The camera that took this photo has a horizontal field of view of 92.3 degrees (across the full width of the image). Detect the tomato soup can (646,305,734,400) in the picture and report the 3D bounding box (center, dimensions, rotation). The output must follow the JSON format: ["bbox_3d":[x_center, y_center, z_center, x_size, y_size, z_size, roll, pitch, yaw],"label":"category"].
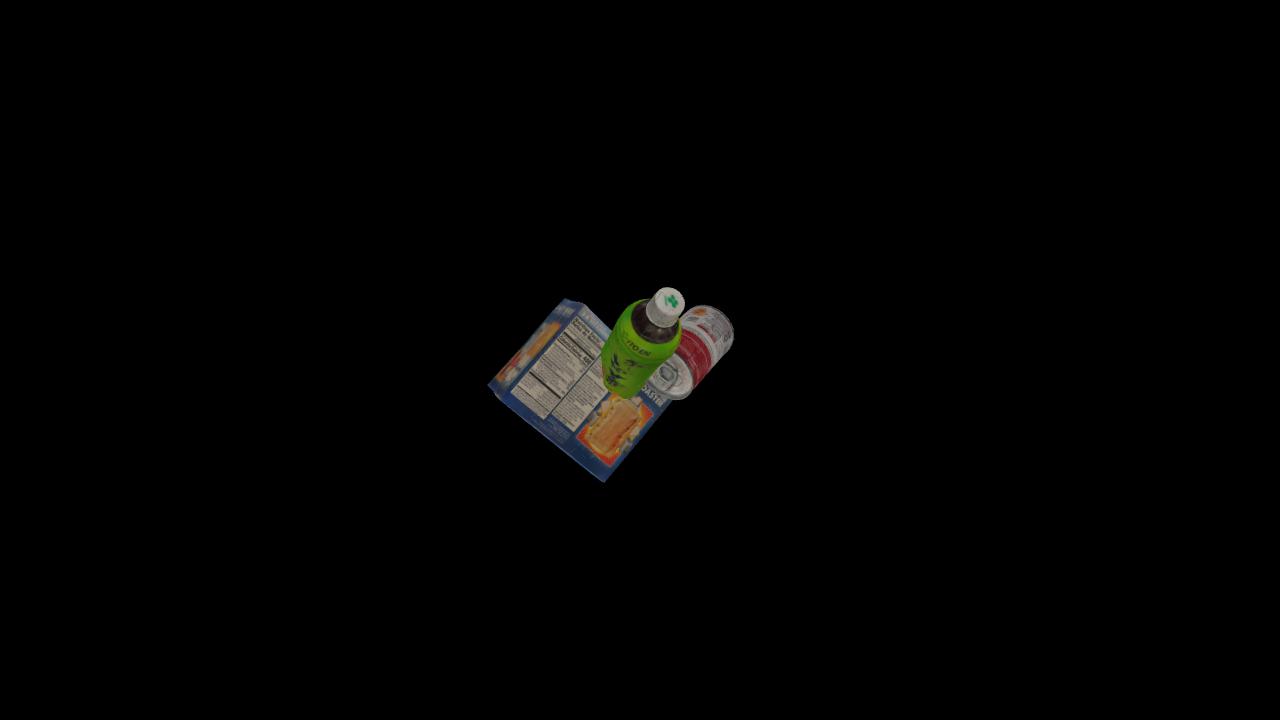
[{"bbox_3d":[0.054,-0.011,0.683,0.068,0.068,0.101,0,31,39],"label":"tomato soup can"}]

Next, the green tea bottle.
[{"bbox_3d":[-0.003,-0.014,0.665,0.073,0.073,0.212,0,-25,-17],"label":"green tea bottle"}]

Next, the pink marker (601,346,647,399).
[{"bbox_3d":[-0.047,0.038,0.762,0.020,0.121,0.020,13,-32,8],"label":"pink marker"}]

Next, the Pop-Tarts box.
[{"bbox_3d":[-0.067,0.035,0.731,0.167,0.141,0.083,44,-8,-26],"label":"Pop-Tarts box"}]
